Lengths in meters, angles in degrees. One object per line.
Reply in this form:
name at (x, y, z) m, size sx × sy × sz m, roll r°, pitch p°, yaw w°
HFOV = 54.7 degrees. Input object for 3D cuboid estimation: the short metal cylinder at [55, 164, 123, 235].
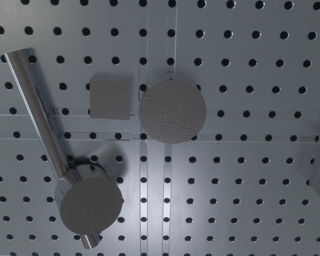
short metal cylinder at (-0.097, 0.095, 0.418) m, size 0.081 × 0.050 × 0.079 m, roll -6°, pitch 105°, yaw -25°

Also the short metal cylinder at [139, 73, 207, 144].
short metal cylinder at (0.015, -0.026, 0.391) m, size 0.081 × 0.050 × 0.079 m, roll 0°, pitch 110°, yaw 0°

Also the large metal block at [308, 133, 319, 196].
large metal block at (0.261, 0.054, 0.423) m, size 0.081 × 0.050 × 0.079 m, roll 1°, pitch 110°, yaw -1°

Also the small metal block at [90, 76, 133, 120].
small metal block at (-0.062, -0.039, 0.398) m, size 0.050 × 0.025 × 0.050 m, roll 3°, pitch 110°, yaw -2°

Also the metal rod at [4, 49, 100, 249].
metal rod at (-0.141, 0.042, 0.427) m, size 0.025 × 0.025 × 0.298 m, roll -13°, pitch 110°, yaw 5°
